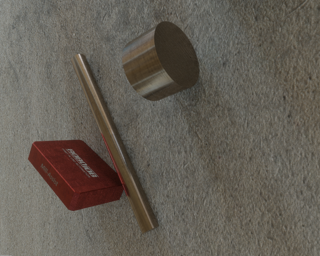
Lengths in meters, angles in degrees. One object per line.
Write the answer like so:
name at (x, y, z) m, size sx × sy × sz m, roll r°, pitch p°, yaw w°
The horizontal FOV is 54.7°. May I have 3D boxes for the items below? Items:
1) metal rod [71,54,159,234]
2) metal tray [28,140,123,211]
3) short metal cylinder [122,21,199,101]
metal rod at (-0.074, 0.011, 0.466) m, size 0.025 × 0.025 × 0.299 m, roll -40°, pitch 66°, yaw 33°
metal tray at (-0.125, 0.064, 0.465) m, size 0.130 × 0.091 × 0.030 m, roll 36°, pitch 112°, yaw 34°
short metal cylinder at (0.002, -0.077, 0.367) m, size 0.050 × 0.081 × 0.080 m, roll -19°, pitch 78°, yaw 38°
